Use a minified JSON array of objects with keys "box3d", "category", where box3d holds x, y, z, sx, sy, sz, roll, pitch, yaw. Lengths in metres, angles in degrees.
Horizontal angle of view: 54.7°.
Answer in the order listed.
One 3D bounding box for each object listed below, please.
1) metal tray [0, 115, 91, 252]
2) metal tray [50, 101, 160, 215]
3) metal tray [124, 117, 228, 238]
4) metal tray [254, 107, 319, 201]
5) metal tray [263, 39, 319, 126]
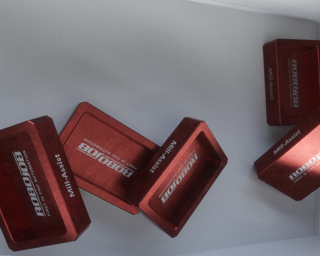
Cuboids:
[{"box3d":[-0.139,0.061,0.331,0.090,0.030,0.129,-16,97,18],"category":"metal tray"},{"box3d":[-0.064,0.038,0.384,0.130,0.030,0.090,33,79,-17],"category":"metal tray"},{"box3d":[0.026,0.062,0.393,0.130,0.030,0.090,-51,129,-18],"category":"metal tray"},{"box3d":[0.214,0.042,0.447,0.090,0.030,0.129,31,119,-18],"category":"metal tray"},{"box3d":[0.211,-0.070,0.485,0.091,0.030,0.129,-4,92,-20],"category":"metal tray"}]
